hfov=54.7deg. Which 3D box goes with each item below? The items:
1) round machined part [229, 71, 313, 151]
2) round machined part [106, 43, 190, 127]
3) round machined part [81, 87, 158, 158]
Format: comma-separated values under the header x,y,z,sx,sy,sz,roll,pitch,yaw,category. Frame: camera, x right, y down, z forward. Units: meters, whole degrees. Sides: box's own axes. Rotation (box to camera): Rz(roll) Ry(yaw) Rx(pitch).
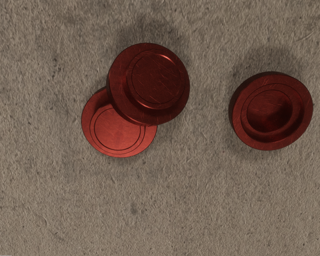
x,y,z,sx,sy,sz,roll,pitch,yaw,category
0.136,-0.024,0.394,0.099,0.042,0.097,0,110,-1,round machined part
-0.010,-0.052,0.358,0.099,0.042,0.097,2,84,-18,round machined part
-0.052,-0.005,0.398,0.099,0.042,0.097,0,110,-1,round machined part
